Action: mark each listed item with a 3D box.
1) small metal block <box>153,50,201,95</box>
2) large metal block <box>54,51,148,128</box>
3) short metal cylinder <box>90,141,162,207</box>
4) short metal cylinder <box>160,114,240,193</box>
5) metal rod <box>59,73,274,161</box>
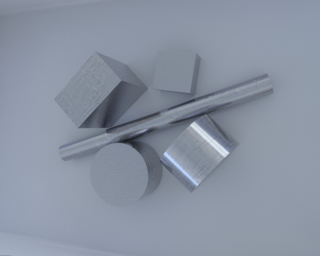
[{"bbox_3d":[0.022,-0.071,0.400,0.050,0.025,0.050,9,93,19],"label":"small metal block"},{"bbox_3d":[-0.074,-0.045,0.405,0.080,0.080,0.050,-45,76,14],"label":"large metal block"},{"bbox_3d":[-0.044,0.058,0.409,0.080,0.050,0.079,0,90,19],"label":"short metal cylinder"},{"bbox_3d":[0.047,0.030,0.363,0.050,0.080,0.080,44,104,14],"label":"short metal cylinder"},{"bbox_3d":[-0.006,-0.008,0.410,0.301,0.025,0.025,-18,84,18],"label":"metal rod"}]
